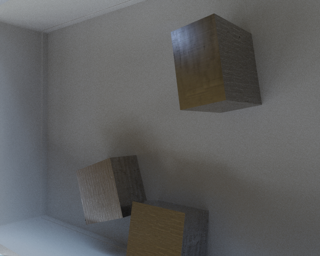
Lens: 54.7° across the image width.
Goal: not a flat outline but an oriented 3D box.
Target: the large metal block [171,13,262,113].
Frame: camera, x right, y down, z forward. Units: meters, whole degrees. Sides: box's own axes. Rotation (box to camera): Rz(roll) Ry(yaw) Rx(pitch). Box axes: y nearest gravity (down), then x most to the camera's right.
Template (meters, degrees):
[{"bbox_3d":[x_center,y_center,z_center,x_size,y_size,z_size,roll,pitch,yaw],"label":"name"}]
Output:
[{"bbox_3d":[0.060,-0.060,0.321,0.050,0.081,0.080,-11,83,39],"label":"large metal block"}]

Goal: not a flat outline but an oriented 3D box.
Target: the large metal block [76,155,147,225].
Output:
[{"bbox_3d":[-0.070,0.090,0.449,0.080,0.050,0.080,-23,76,37],"label":"large metal block"}]

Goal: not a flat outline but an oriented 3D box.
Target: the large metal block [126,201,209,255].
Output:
[{"bbox_3d":[0.008,0.135,0.376,0.080,0.050,0.080,1,81,40],"label":"large metal block"}]
